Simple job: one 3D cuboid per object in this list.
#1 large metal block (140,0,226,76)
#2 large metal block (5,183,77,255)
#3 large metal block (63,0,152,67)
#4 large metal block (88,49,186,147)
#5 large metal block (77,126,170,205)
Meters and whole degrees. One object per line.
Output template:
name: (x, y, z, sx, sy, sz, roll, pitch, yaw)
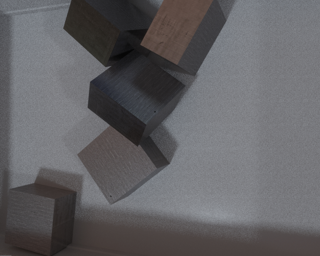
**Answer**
large metal block: (0.031, -0.115, 0.370, 0.050, 0.080, 0.080, 33, 101, 17)
large metal block: (-0.176, 0.132, 0.459, 0.080, 0.050, 0.079, 7, 92, 20)
large metal block: (-0.060, -0.128, 0.395, 0.080, 0.081, 0.050, 43, 127, 15)
large metal block: (-0.029, -0.038, 0.380, 0.080, 0.080, 0.050, 37, 145, 9)
large metal block: (-0.048, 0.042, 0.414, 0.080, 0.050, 0.080, -40, 78, 15)
